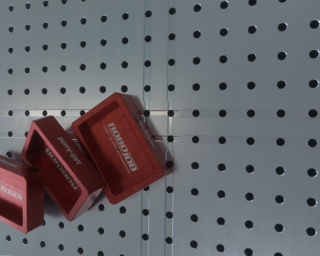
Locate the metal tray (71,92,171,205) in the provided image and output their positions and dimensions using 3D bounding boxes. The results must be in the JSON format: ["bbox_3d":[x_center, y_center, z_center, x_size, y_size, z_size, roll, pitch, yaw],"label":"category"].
[{"bbox_3d":[-0.056,0.027,0.430,0.090,0.030,0.130,-33,80,17],"label":"metal tray"}]

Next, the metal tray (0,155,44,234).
[{"bbox_3d":[-0.234,0.095,0.474,0.130,0.030,0.089,13,106,27],"label":"metal tray"}]

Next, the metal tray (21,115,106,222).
[{"bbox_3d":[-0.142,0.058,0.441,0.130,0.030,0.090,48,131,13],"label":"metal tray"}]
